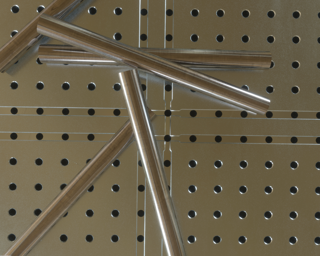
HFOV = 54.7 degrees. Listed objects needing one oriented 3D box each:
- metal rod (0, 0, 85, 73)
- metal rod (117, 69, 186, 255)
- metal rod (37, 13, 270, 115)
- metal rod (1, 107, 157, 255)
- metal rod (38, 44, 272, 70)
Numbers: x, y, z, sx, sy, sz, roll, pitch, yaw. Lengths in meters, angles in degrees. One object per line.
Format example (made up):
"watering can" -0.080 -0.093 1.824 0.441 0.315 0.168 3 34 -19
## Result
"metal rod" -0.106 -0.183 0.411 0.300 0.025 0.025 -42 91 -1
"metal rod" -0.003 0.074 0.397 0.025 0.025 0.298 -15 97 0
"metal rod" -0.001 -0.077 0.392 0.302 0.025 0.025 19 90 -9
"metal rod" -0.115 0.085 0.411 0.025 0.025 0.300 43 90 -1
"metal rod" -0.006 -0.094 0.413 0.302 0.025 0.025 2 90 -1
